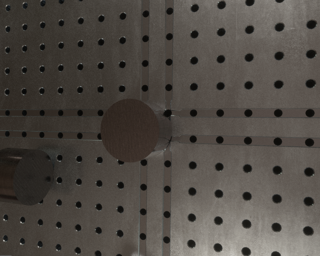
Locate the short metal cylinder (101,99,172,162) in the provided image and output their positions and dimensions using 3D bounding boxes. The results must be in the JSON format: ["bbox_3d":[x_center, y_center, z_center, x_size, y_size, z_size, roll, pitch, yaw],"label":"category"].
[{"bbox_3d":[-0.030,0.003,0.409,0.080,0.050,0.079,0,90,19],"label":"short metal cylinder"}]

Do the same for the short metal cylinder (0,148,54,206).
[{"bbox_3d":[-0.203,0.070,0.453,0.050,0.080,0.079,2,91,20],"label":"short metal cylinder"}]
